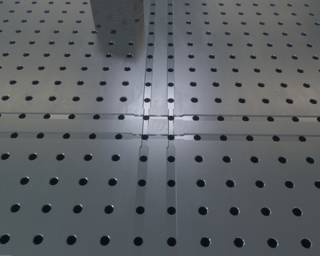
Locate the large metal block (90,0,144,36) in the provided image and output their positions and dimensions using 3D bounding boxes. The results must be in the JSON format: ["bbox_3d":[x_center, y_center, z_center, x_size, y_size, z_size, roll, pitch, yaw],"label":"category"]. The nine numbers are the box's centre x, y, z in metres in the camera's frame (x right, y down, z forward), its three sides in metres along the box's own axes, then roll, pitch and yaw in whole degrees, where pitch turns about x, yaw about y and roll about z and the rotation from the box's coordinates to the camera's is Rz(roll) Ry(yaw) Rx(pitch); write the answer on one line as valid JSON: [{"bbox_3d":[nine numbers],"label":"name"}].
[{"bbox_3d":[-0.076,-0.221,0.558,0.080,0.080,0.050,13,51,10],"label":"large metal block"}]
